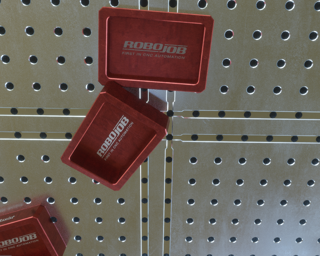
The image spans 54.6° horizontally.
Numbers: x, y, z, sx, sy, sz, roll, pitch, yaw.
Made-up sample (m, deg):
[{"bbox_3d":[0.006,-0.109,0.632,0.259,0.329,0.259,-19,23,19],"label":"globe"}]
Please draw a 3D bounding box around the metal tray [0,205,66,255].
[{"bbox_3d":[-0.224,0.178,0.474,0.130,0.030,0.090,-17,109,6],"label":"metal tray"}]

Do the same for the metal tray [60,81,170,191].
[{"bbox_3d":[-0.059,0.016,0.398,0.090,0.030,0.129,32,122,-11],"label":"metal tray"}]

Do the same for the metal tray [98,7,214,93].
[{"bbox_3d":[-0.007,-0.094,0.375,0.131,0.030,0.089,4,110,-2],"label":"metal tray"}]
